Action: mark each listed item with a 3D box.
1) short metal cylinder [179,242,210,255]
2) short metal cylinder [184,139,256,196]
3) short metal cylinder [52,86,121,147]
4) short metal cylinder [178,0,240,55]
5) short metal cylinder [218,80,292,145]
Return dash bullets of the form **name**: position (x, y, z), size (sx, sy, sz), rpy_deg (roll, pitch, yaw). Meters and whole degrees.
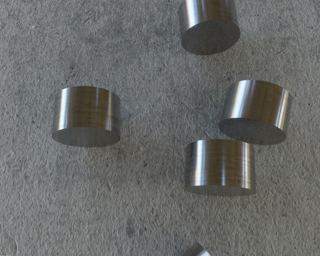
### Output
- **short metal cylinder**: position (0.044, 0.167, 0.318), size (0.050, 0.080, 0.080), rpy_deg (-36, 74, -12)
- **short metal cylinder**: position (0.069, 0.049, 0.361), size (0.080, 0.080, 0.050), rpy_deg (4, 70, 1)
- **short metal cylinder**: position (-0.089, -0.011, 0.382), size (0.081, 0.080, 0.050), rpy_deg (-2, 70, -1)
- **short metal cylinder**: position (0.068, -0.145, 0.432), size (0.081, 0.080, 0.050), rpy_deg (-4, 70, -1)
- **short metal cylinder**: position (0.118, -0.017, 0.386), size (0.080, 0.080, 0.050), rpy_deg (15, 71, 5)
